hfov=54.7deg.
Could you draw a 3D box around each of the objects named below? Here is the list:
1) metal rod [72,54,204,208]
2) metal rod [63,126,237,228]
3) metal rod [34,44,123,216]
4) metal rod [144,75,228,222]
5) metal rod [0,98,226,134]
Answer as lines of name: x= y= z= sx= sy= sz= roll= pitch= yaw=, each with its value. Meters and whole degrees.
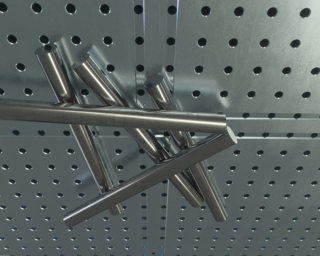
metal rod: x=-0.013 y=0.023 z=0.430 sx=0.025 sy=0.025 sz=0.300 roll=-24 pitch=127 yaw=19
metal rod: x=-0.028 y=0.079 z=0.445 sx=0.300 sy=0.025 sz=0.025 roll=-31 pitch=124 yaw=23
metal rod: x=-0.099 y=0.026 z=0.432 sx=0.025 sy=0.025 sz=0.298 roll=-8 pitch=130 yaw=6
metal rod: x=0.050 y=0.050 z=0.454 sx=0.025 sy=0.025 sz=0.299 roll=-18 pitch=128 yaw=14
metal rod: x=-0.073 y=-0.015 z=0.365 sx=0.302 sy=0.025 sz=0.025 roll=4 pitch=130 yaw=-4
